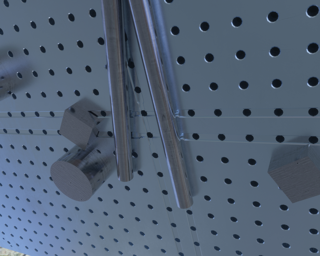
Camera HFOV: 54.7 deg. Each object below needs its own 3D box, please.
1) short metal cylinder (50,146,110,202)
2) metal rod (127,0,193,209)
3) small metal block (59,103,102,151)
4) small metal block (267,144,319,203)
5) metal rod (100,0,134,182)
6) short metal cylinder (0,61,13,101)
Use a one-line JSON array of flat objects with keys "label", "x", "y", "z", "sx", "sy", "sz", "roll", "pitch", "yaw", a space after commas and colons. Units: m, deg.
[{"label": "short metal cylinder", "x": -0.131, "y": 0.073, "z": 0.510, "sx": 0.080, "sy": 0.050, "sz": 0.079, "roll": 13, "pitch": 124, "yaw": 21}, {"label": "metal rod", "x": 0.006, "y": -0.019, "z": 0.395, "sx": 0.025, "sy": 0.025, "sz": 0.298, "roll": 1, "pitch": 119, "yaw": 28}, {"label": "small metal block", "x": -0.122, "y": -0.002, "z": 0.475, "sx": 0.050, "sy": 0.025, "sz": 0.050, "roll": 33, "pitch": 129, "yaw": 6}, {"label": "small metal block", "x": 0.163, "y": 0.054, "z": 0.358, "sx": 0.050, "sy": 0.025, "sz": 0.050, "roll": -34, "pitch": 99, "yaw": 38}, {"label": "metal rod", "x": -0.054, "y": -0.050, "z": 0.408, "sx": 0.025, "sy": 0.025, "sz": 0.298, "roll": 13, "pitch": 124, "yaw": 21}, {"label": "short metal cylinder", "x": -0.290, "y": -0.074, "z": 0.502, "sx": 0.080, "sy": 0.050, "sz": 0.079, "roll": 13, "pitch": 124, "yaw": 21}]
